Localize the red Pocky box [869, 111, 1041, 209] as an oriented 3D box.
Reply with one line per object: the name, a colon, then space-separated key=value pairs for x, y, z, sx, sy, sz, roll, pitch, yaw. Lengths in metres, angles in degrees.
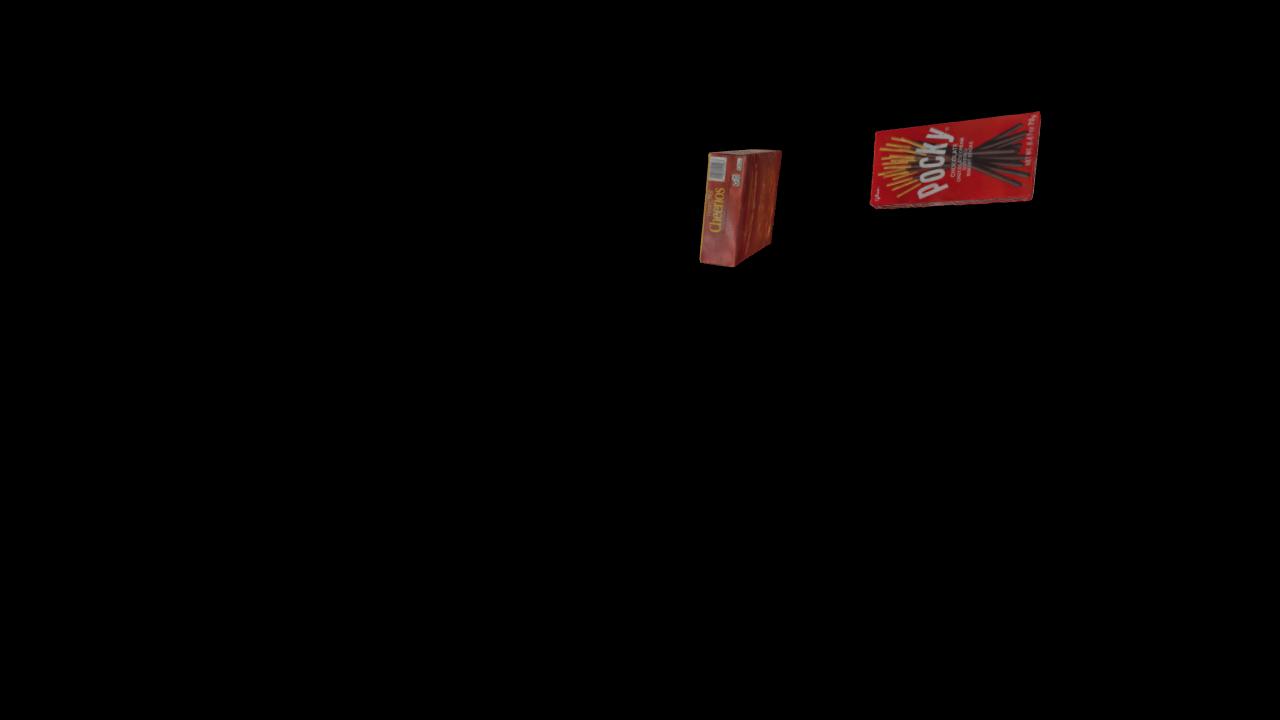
red Pocky box: x=0.323 y=-0.204 z=0.642 sx=0.155 sy=0.083 sz=0.028 roll=5 pitch=7 yaw=35

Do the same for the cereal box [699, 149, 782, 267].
cereal box: x=0.208 y=-0.314 z=1.235 sx=0.081 sy=0.203 sz=0.306 roll=12 pitch=23 yaw=21
